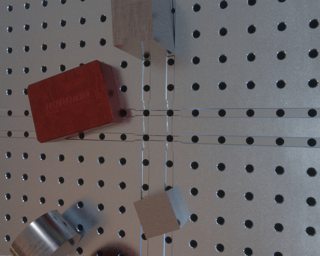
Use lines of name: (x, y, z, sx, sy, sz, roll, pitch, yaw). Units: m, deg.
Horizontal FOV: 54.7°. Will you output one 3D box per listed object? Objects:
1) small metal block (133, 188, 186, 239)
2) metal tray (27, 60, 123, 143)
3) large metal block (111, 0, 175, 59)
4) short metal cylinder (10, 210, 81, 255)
small metal block: (-0.001, 0.113, 0.413, 0.050, 0.025, 0.050, -23, 83, 18)
metal tray: (-0.127, -0.036, 0.455, 0.130, 0.030, 0.090, -15, 85, 19)
large metal block: (-0.019, -0.137, 0.390, 0.050, 0.080, 0.080, -3, 89, 20)
short metal cylinder: (-0.161, 0.164, 0.440, 0.050, 0.080, 0.080, 41, 103, 15)
